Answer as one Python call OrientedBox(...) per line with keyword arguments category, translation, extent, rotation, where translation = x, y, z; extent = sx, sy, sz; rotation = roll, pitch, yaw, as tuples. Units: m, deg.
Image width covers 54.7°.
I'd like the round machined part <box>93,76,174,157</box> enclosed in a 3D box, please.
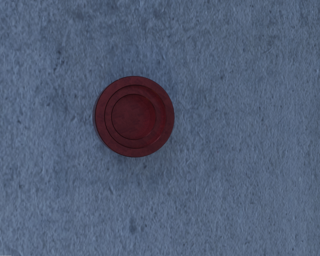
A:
OrientedBox(category="round machined part", translation=(-0.035, -0.014, 0.388), extent=(0.099, 0.042, 0.097), rotation=(0, 90, -21))
